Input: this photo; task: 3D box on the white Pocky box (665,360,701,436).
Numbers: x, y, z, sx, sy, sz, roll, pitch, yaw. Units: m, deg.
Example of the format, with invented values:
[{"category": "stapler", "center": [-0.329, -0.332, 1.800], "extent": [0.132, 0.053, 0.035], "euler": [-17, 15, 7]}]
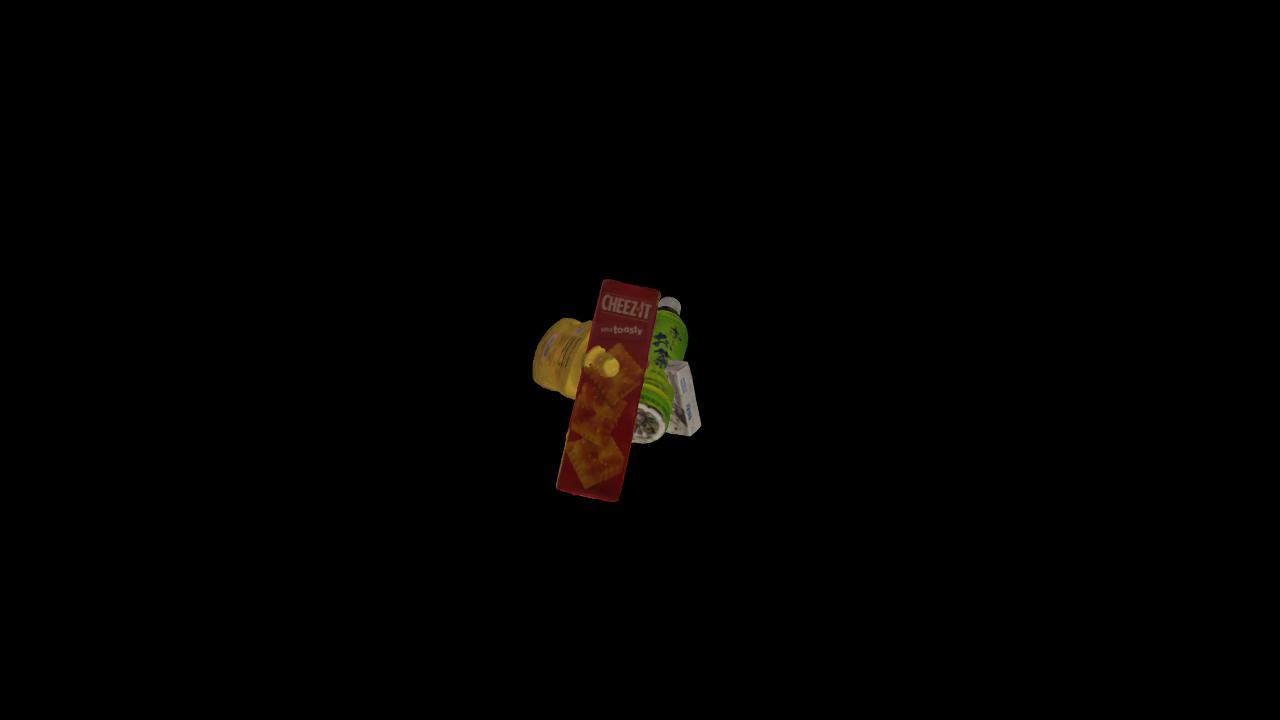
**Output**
[{"category": "white Pocky box", "center": [-0.003, 0.039, 0.726], "extent": [0.154, 0.084, 0.028], "euler": [4, 27, 40]}]

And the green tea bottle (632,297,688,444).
[{"category": "green tea bottle", "center": [0.016, -0.002, 0.722], "extent": [0.073, 0.073, 0.212], "euler": [0, 43, 14]}]

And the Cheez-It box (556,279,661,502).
[{"category": "Cheez-It box", "center": [-0.034, 0.042, 0.689], "extent": [0.071, 0.223, 0.166], "euler": [12, -13, -1]}]

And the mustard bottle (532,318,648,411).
[{"category": "mustard bottle", "center": [-0.066, -0.001, 0.682], "extent": [0.054, 0.092, 0.184], "euler": [34, -10, -24]}]
